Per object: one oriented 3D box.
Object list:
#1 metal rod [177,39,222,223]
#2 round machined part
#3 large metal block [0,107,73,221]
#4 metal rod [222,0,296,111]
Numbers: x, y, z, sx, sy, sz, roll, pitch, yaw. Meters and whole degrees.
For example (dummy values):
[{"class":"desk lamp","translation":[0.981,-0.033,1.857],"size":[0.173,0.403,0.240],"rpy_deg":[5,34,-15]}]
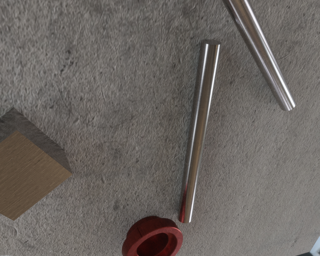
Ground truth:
[{"class":"metal rod","translation":[0.052,0.024,0.451],"size":[0.025,0.025,0.298],"rpy_deg":[-10,123,-24]},{"class":"round machined part","translation":[-0.016,0.183,0.502],"size":[0.099,0.042,0.097],"rpy_deg":[-14,125,-21]},{"class":"large metal block","translation":[-0.156,0.039,0.330],"size":[0.080,0.050,0.080],"rpy_deg":[-39,130,-2]},{"class":"metal rod","translation":[0.124,-0.104,0.391],"size":[0.025,0.025,0.301],"rpy_deg":[-47,136,4]}]
